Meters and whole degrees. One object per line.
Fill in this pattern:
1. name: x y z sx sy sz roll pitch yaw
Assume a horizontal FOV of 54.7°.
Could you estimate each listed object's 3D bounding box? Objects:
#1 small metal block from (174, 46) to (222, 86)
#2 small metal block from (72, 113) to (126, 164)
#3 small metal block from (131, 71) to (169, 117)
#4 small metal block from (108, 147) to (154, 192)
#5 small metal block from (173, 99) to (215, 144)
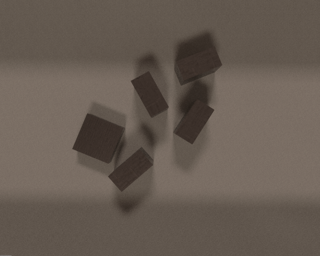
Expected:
1. small metal block: 0.047 -0.078 0.400 0.050 0.050 0.025 -22 90 0
2. small metal block: -0.080 0.014 0.410 0.050 0.025 0.050 23 90 -1
3. small metal block: -0.012 -0.041 0.399 0.025 0.050 0.050 -29 90 0
4. small metal block: -0.036 0.051 0.399 0.050 0.050 0.025 -41 90 0
5. small metal block: 0.042 -0.008 0.400 0.025 0.050 0.050 33 90 0
